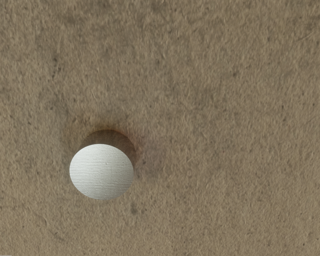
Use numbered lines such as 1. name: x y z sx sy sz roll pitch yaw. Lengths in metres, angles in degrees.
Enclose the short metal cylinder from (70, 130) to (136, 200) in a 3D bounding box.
1. short metal cylinder: -0.073 0.048 0.413 0.081 0.050 0.079 0 110 -1
